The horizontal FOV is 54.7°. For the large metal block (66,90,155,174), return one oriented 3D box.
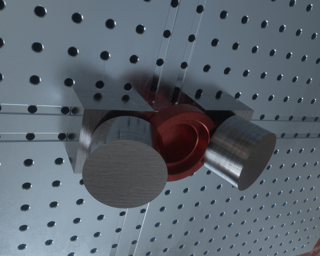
[{"bbox_3d":[-0.060,0.004,0.364,0.081,0.050,0.079,1,118,-29],"label":"large metal block"}]

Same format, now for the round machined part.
[{"bbox_3d":[0.017,0.014,0.380,0.099,0.042,0.097,-14,124,-21],"label":"round machined part"}]

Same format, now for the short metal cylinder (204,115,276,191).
[{"bbox_3d":[0.100,0.031,0.387,0.081,0.050,0.079,-31,137,-33],"label":"short metal cylinder"}]

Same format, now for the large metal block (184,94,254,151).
[{"bbox_3d":[0.073,0.000,0.434,0.081,0.050,0.079,-1,119,-28],"label":"large metal block"}]

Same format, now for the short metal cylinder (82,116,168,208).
[{"bbox_3d":[-0.034,0.034,0.316,0.081,0.050,0.079,-2,118,-4],"label":"short metal cylinder"}]
